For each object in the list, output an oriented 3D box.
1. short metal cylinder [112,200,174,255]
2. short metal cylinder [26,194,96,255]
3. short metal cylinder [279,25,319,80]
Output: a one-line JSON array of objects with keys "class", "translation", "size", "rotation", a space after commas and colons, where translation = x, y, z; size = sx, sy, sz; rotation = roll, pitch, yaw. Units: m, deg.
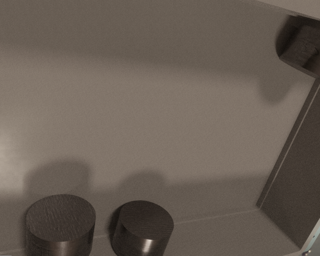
[{"class": "short metal cylinder", "translation": [-0.025, 0.152, 0.455], "size": [0.081, 0.080, 0.050], "rotation": [3, 117, -30]}, {"class": "short metal cylinder", "translation": [-0.123, 0.128, 0.386], "size": [0.081, 0.080, 0.050], "rotation": [-3, 120, -28]}, {"class": "short metal cylinder", "translation": [0.216, -0.101, 0.431], "size": [0.081, 0.080, 0.050], "rotation": [16, 110, -35]}]
